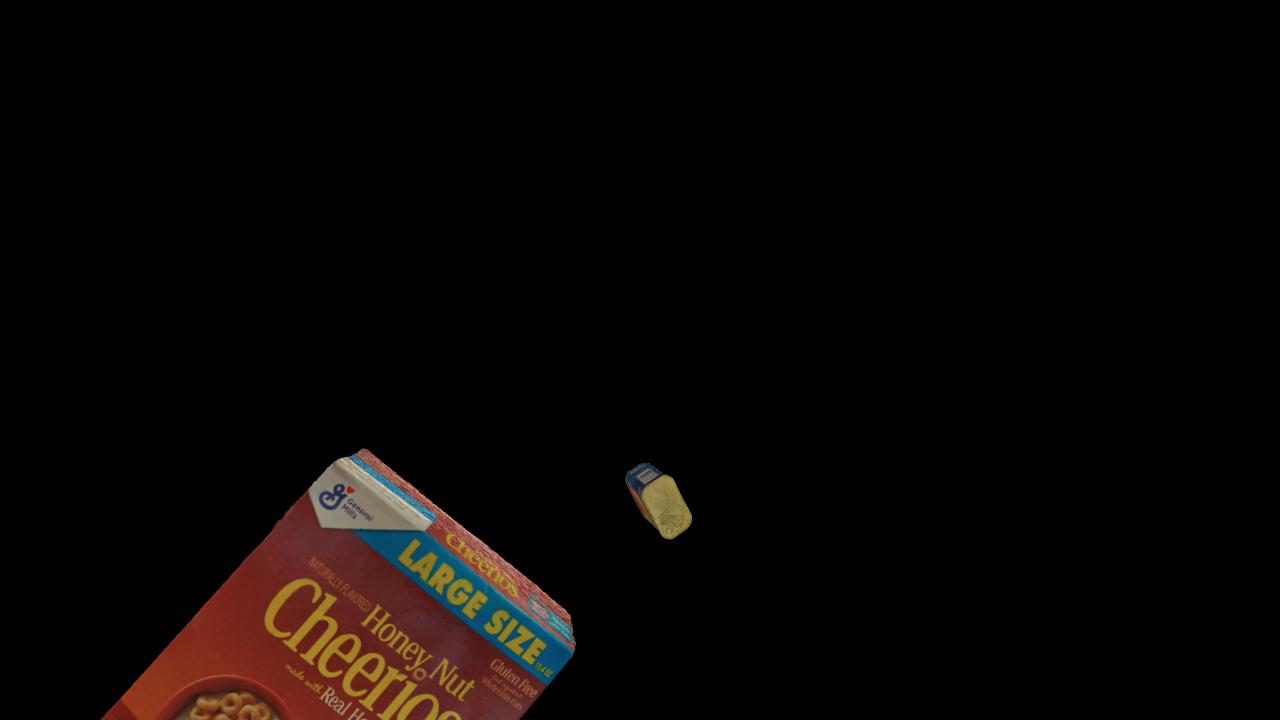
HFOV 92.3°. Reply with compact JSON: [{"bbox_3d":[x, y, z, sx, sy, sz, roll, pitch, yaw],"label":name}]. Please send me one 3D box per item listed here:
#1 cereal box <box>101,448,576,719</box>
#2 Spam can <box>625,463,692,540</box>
[{"bbox_3d":[-0.217,0.239,0.410,0.203,0.306,0.081,42,-5,-5],"label":"cereal box"},{"bbox_3d":[0.027,0.219,0.972,0.058,0.101,0.085,-30,17,-15],"label":"Spam can"}]
